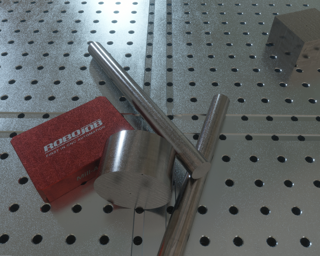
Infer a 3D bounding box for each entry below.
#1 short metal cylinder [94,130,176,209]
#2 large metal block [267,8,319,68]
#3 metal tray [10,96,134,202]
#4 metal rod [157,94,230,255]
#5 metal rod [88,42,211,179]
[{"bbox_3d":[-0.025,0.046,0.333,0.080,0.080,0.050,5,50,4],"label":"short metal cylinder"},{"bbox_3d":[0.244,-0.153,0.522,0.081,0.050,0.080,-16,52,-13],"label":"large metal block"},{"bbox_3d":[-0.103,0.020,0.386,0.131,0.030,0.090,-29,56,-23],"label":"metal tray"},{"bbox_3d":[0.036,0.069,0.349,0.025,0.025,0.301,15,52,12],"label":"metal rod"},{"bbox_3d":[-0.032,-0.043,0.426,0.025,0.025,0.300,-25,49,-19],"label":"metal rod"}]
